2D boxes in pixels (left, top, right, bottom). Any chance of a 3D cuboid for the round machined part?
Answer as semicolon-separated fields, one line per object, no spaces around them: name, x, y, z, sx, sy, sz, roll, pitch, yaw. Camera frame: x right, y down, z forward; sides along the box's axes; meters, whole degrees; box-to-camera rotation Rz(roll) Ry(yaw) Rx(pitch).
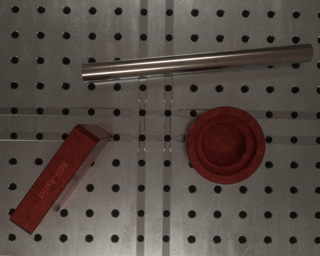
round machined part;0.082;0.022;0.406;0.099;0.042;0.097;0;90;-1

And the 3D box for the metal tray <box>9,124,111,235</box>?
metal tray;-0.116;0.056;0.379;0.030;0.090;0.130;36;90;0

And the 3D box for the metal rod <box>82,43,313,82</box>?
metal rod;0.049;-0.087;0.413;0.302;0.025;0.025;-5;90;-1
